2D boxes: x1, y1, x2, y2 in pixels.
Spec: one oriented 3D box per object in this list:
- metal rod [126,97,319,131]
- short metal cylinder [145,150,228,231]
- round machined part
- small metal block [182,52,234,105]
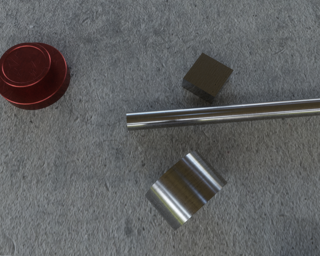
[{"bbox_3d":[0.107,-0.021,0.416,0.302,0.025,0.025,-5,70,-2],"label":"metal rod"},{"bbox_3d":[0.030,0.070,0.354,0.080,0.080,0.050,-39,75,-13],"label":"short metal cylinder"},{"bbox_3d":[-0.178,-0.077,0.425,0.099,0.042,0.098,0,70,-1],"label":"round machined part"},{"bbox_3d":[0.066,-0.069,0.434,0.050,0.025,0.050,33,73,11],"label":"small metal block"}]
